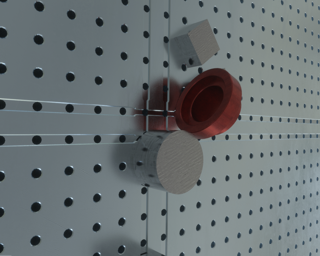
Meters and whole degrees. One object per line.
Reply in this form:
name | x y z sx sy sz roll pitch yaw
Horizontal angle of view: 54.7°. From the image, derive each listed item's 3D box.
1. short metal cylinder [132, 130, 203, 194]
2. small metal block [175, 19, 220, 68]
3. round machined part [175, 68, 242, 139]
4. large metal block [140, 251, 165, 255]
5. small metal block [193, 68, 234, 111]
short metal cylinder | 0.011 0.042 0.404 0.081 0.050 0.079 0 91 -40
small metal block | 0.057 -0.125 0.459 0.050 0.025 0.050 -44 117 -31
round machined part | 0.070 -0.029 0.422 0.042 0.098 0.098 31 71 -33
large metal block | 0.000 0.208 0.376 0.050 0.080 0.079 -1 91 -40
small metal block | 0.084 -0.060 0.482 0.050 0.025 0.050 -34 111 -35
